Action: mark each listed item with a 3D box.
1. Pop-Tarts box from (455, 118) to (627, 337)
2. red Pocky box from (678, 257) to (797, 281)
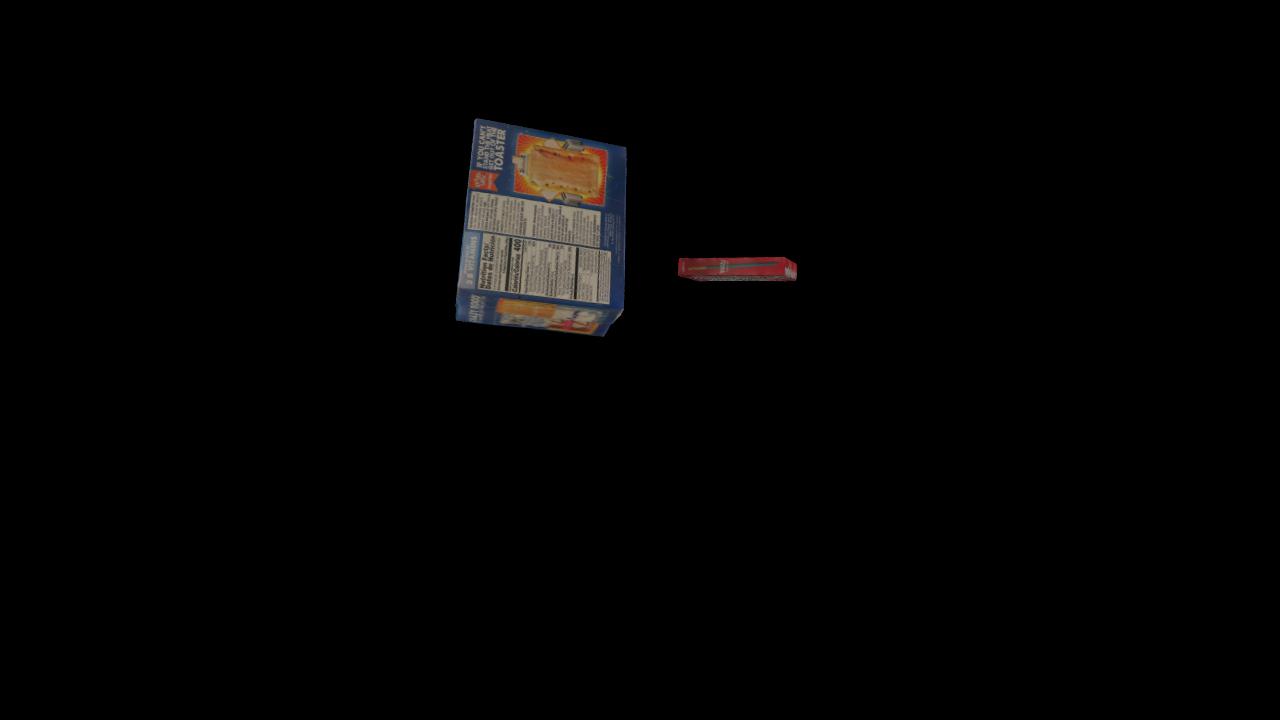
[{"bbox_3d":[-0.090,-0.117,0.566,0.141,0.167,0.083,5,-19,-16],"label":"Pop-Tarts box"},{"bbox_3d":[0.139,-0.129,0.877,0.155,0.028,0.083,3,4,24],"label":"red Pocky box"}]
